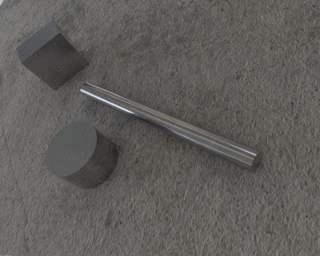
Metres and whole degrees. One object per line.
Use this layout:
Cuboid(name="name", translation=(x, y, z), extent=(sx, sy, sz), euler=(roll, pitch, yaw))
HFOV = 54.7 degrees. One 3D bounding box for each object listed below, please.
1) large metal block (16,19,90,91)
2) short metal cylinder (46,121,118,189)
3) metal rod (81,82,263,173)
Cuboid(name="large metal block", translation=(-0.186, -0.126, 0.543), extent=(0.080, 0.080, 0.050), euler=(-37, 51, 3))
Cuboid(name="short metal cylinder", translation=(-0.105, 0.037, 0.420), extent=(0.080, 0.050, 0.080), euler=(-13, 56, 21))
Cuboid(name="metal rod", translation=(-0.008, -0.014, 0.416), extent=(0.300, 0.025, 0.025), euler=(24, 75, 36))
